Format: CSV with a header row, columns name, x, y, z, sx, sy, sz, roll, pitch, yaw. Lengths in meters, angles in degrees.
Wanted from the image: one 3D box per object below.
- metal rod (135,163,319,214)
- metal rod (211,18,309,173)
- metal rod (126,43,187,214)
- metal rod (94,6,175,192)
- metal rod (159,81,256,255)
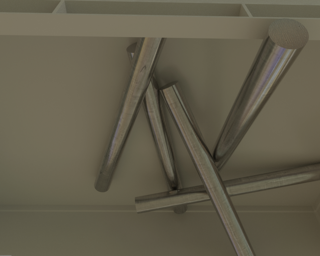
name,x,y,z,sx,sy,sz,roll,pitch,yaw
metal rod,0.113,0.089,0.465,0.302,0.025,0.025,-10,130,0
metal rod,0.079,0.002,0.330,0.025,0.025,0.299,0,156,-1
metal rod,0.005,0.024,0.429,0.025,0.025,0.298,-9,130,7
metal rod,-0.045,-0.006,0.380,0.025,0.025,0.298,14,136,-12
metal rod,0.073,0.079,0.405,0.025,0.025,0.299,-21,107,16
